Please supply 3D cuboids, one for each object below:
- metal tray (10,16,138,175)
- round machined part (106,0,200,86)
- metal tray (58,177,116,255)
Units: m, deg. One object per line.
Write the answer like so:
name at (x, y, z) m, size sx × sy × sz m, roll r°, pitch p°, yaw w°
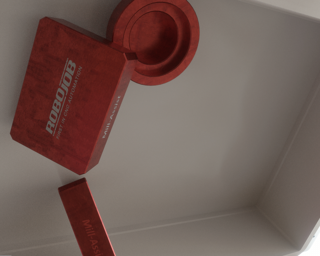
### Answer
metal tray at (-0.087, -0.030, 0.305) m, size 0.090 × 0.030 × 0.129 m, roll 26°, pitch 109°, yaw 7°
round machined part at (-0.010, -0.098, 0.332) m, size 0.099 × 0.042 × 0.097 m, roll -14°, pitch 125°, yaw -21°
metal tray at (-0.078, 0.125, 0.360) m, size 0.030 × 0.090 × 0.129 m, roll -21°, pitch 84°, yaw -16°
